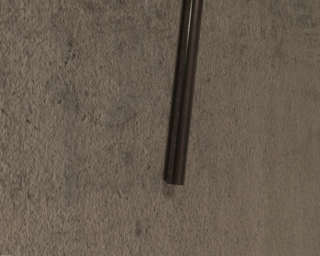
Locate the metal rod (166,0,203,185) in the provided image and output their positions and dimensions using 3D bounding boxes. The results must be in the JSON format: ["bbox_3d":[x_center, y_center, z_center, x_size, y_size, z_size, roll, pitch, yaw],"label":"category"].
[{"bbox_3d":[0.037,-0.071,0.437,0.025,0.025,0.298,11,83,-40],"label":"metal rod"}]
